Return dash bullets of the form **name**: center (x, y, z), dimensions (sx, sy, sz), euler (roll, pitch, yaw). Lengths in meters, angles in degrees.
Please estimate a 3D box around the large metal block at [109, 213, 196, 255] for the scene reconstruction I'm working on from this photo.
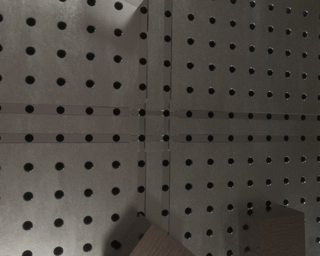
- **large metal block**: center (-0.013, 0.171, 0.396), dimensions (0.080, 0.050, 0.080), euler (41, 77, -16)

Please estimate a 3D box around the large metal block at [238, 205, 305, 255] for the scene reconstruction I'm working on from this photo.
- **large metal block**: center (0.166, 0.165, 0.463), dimensions (0.081, 0.050, 0.079), euler (-2, 91, -20)

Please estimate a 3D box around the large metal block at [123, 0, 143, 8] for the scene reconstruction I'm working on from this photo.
- **large metal block**: center (-0.044, -0.198, 0.368), dimensions (0.080, 0.080, 0.050), euler (21, 83, -19)
